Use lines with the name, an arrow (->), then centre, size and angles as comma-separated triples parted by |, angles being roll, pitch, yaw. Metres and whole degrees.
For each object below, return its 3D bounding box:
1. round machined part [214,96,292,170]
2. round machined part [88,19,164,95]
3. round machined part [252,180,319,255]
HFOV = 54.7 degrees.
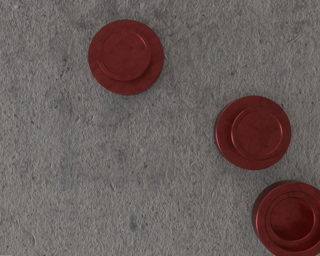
round machined part -> 0.122, 0.006, 0.402 | 0.099, 0.042, 0.097 | 0, 90, 0
round machined part -> -0.044, -0.093, 0.401 | 0.099, 0.042, 0.097 | 0, 90, 0
round machined part -> 0.168, 0.116, 0.403 | 0.099, 0.042, 0.097 | 0, 90, 0
